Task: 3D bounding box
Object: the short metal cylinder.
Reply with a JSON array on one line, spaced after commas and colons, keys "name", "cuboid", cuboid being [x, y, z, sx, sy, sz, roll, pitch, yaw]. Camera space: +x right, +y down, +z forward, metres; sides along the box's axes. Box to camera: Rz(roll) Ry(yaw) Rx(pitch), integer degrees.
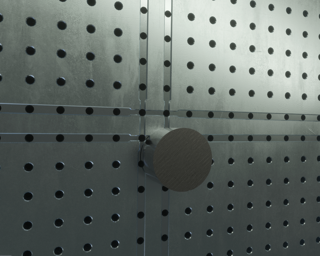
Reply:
[{"name": "short metal cylinder", "cuboid": [0.021, 0.039, 0.408, 0.081, 0.050, 0.079, 0, 90, -21]}]
